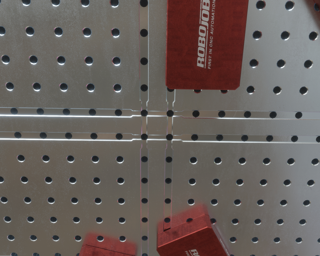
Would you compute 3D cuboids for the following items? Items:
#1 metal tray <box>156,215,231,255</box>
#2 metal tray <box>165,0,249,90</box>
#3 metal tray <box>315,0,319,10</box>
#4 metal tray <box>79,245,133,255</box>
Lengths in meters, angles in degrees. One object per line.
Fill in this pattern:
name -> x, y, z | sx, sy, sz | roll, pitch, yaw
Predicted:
metal tray -> 0.062, 0.209, 0.488 | 0.090, 0.030, 0.130 | -26, 108, 9
metal tray -> 0.053, -0.112, 0.370 | 0.090, 0.030, 0.129 | 1, 110, -1
metal tray -> 0.240, -0.148, 0.357 | 0.090, 0.030, 0.130 | -34, 107, 11
metal tray -> -0.099, 0.259, 0.505 | 0.090, 0.030, 0.129 | 16, 109, -6
